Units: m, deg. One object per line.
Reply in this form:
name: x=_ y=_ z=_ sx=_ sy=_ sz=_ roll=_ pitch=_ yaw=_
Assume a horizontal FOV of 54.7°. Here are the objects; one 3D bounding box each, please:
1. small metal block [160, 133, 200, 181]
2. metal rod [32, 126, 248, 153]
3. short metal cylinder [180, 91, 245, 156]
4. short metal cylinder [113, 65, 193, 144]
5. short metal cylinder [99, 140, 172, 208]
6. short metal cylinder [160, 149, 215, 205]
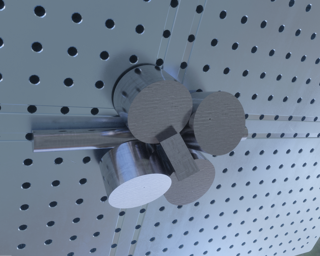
small metal block: x=0.023 y=0.037 z=0.380 sx=0.025 sy=0.050 sz=0.050 roll=-27 pitch=170 yaw=-4
metal rod: x=-0.006 y=0.011 z=0.410 sx=0.303 sy=0.025 sz=0.025 roll=-2 pitch=119 yaw=-28
short metal cylinder: x=0.063 y=-0.008 z=0.403 sx=0.081 sy=0.050 sz=0.079 roll=-3 pitch=97 yaw=-28
short metal cylinder: x=-0.009 y=-0.028 z=0.368 sx=0.081 sy=0.050 sz=0.079 roll=-14 pitch=124 yaw=-21
short metal cylinder: x=-0.032 y=0.060 z=0.394 sx=0.081 sy=0.050 sz=0.080 roll=-16 pitch=144 yaw=-11
short metal cylinder: x=0.032 y=0.064 z=0.447 sx=0.081 sy=0.050 sz=0.079 roll=-14 pitch=124 yaw=-21
